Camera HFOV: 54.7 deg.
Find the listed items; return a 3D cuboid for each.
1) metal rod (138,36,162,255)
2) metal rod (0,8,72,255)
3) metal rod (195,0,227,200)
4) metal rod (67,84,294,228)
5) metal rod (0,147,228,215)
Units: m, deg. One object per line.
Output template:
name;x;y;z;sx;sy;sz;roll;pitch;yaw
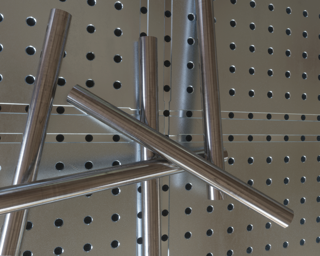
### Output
metal rod;-0.013;0.032;0.408;0.025;0.025;0.298;-1;91;-20
metal rod;-0.146;0.010;0.359;0.025;0.025;0.298;12;86;-20
metal rod;0.067;-0.057;0.417;0.025;0.025;0.298;0;82;-20
metal rod;0.024;0.034;0.375;0.301;0.025;0.025;30;79;0
metal rod;-0.034;0.053;0.362;0.303;0.025;0.025;-7;93;-35
